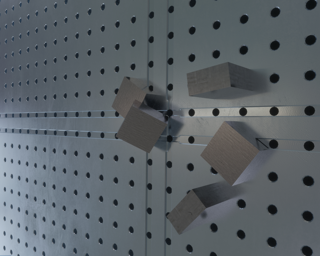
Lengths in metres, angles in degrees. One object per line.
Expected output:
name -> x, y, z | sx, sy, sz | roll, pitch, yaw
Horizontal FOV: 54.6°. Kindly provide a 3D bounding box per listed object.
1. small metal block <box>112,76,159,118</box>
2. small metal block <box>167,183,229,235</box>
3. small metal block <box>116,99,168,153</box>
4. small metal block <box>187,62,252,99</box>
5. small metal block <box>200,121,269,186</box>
small metal block -> -0.036, -0.038, 0.441 | 0.050, 0.025, 0.050 | 41, 115, 32
small metal block -> 0.044, 0.092, 0.358 | 0.025, 0.050, 0.050 | 52, 120, 27
small metal block -> -0.024, -0.002, 0.412 | 0.050, 0.025, 0.050 | 28, 114, -8
small metal block -> 0.065, -0.050, 0.340 | 0.050, 0.050, 0.025 | -9, 84, 40
small metal block -> 0.081, 0.027, 0.343 | 0.050, 0.025, 0.050 | 46, 117, 30
